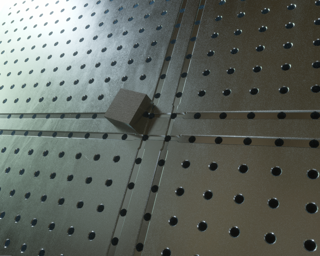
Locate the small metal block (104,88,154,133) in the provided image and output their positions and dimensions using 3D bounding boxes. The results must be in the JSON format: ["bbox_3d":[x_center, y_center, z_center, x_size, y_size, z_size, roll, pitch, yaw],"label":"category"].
[{"bbox_3d":[-0.045,-0.026,0.449,0.050,0.025,0.050,17,71,35],"label":"small metal block"}]
